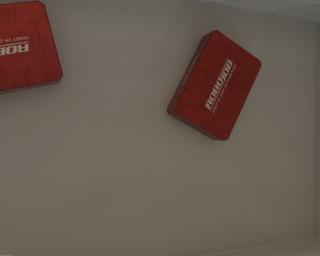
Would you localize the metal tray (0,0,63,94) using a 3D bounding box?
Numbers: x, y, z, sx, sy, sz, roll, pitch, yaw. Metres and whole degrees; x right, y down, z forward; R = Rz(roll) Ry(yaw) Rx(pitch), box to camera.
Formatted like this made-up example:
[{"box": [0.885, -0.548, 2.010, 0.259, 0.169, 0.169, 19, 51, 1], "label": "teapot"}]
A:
[{"box": [-0.184, -0.083, 0.340, 0.131, 0.030, 0.089, -15, 95, -20], "label": "metal tray"}]

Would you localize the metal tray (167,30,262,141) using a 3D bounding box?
[{"box": [0.078, -0.058, 0.436, 0.090, 0.030, 0.130, 29, 80, -18], "label": "metal tray"}]
